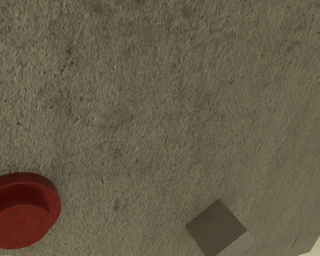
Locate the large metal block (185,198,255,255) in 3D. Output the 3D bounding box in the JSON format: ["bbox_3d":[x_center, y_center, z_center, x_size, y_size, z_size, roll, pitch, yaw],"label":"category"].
[{"bbox_3d":[0.104,0.187,0.547,0.080,0.080,0.050,-37,130,-4],"label":"large metal block"}]

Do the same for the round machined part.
[{"bbox_3d":[-0.169,0.104,0.369,0.099,0.042,0.097,-14,125,-21],"label":"round machined part"}]
